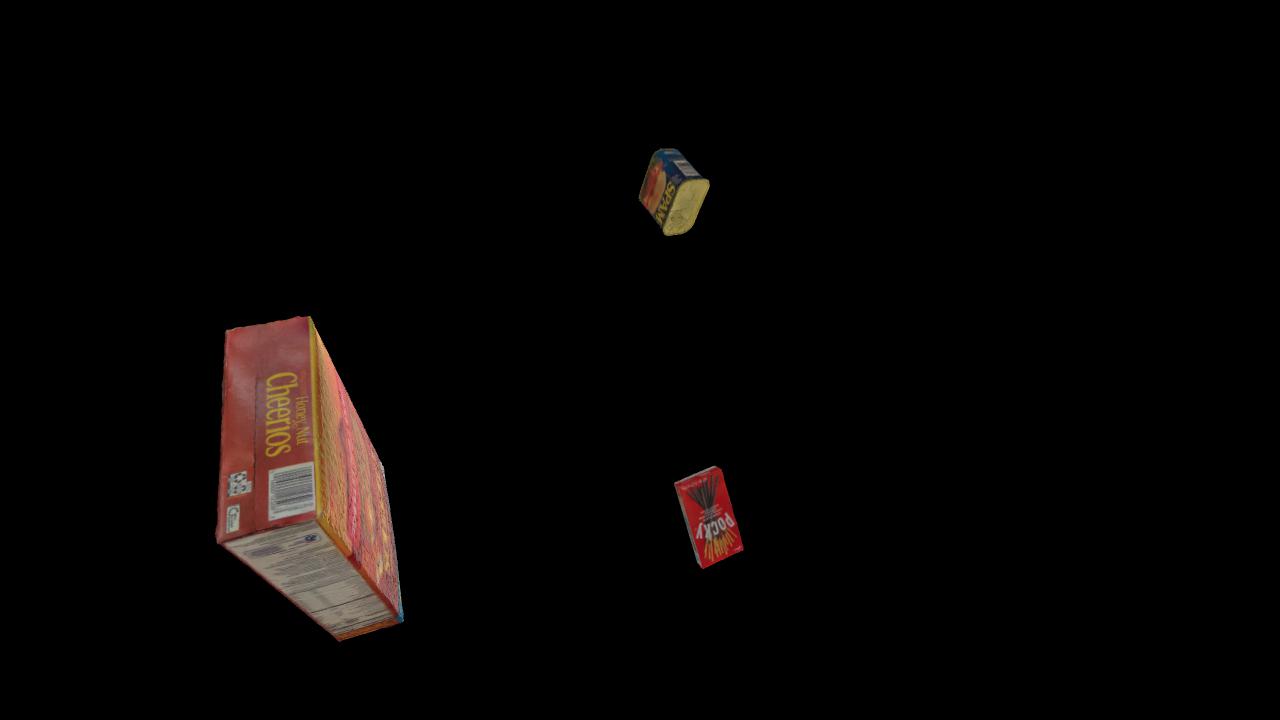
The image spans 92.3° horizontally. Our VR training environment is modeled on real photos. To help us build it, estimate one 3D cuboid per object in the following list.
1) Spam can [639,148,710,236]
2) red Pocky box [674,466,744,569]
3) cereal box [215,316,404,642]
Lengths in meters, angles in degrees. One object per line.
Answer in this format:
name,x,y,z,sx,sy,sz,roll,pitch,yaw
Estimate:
Spam can,0.049,-0.254,0.929,0.058,0.085,0.101,-13,-34,-31
red Pocky box,0.116,0.262,1.027,0.083,0.155,0.028,-20,11,-17
cereal box,-0.308,0.132,0.606,0.081,0.203,0.306,-12,-34,-16
